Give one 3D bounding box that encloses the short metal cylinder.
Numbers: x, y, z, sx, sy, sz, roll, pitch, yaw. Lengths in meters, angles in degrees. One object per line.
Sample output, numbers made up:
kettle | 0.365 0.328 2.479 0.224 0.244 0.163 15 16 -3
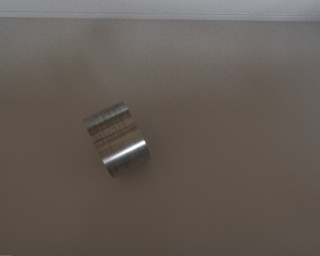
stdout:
short metal cylinder | -0.051 0.014 0.375 0.050 0.080 0.080 -27 72 -9
